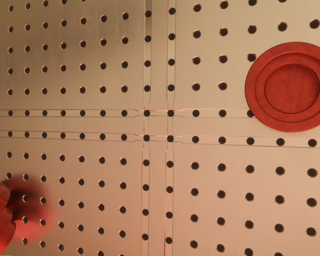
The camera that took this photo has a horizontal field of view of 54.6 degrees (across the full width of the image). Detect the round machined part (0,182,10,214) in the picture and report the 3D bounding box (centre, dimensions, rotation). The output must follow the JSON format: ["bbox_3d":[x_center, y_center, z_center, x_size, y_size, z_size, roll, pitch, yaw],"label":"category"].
[{"bbox_3d":[-0.283,0.121,0.474,0.098,0.098,0.042,-30,123,17],"label":"round machined part"}]

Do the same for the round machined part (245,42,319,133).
[{"bbox_3d":[0.149,-0.044,0.351,0.098,0.042,0.097,0,90,20],"label":"round machined part"}]

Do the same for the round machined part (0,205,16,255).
[{"bbox_3d":[-0.265,0.166,0.479,0.098,0.098,0.042,-30,123,17],"label":"round machined part"}]
